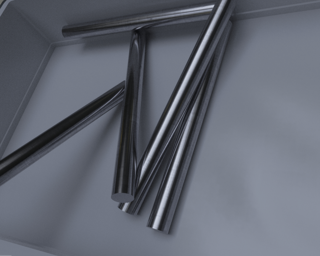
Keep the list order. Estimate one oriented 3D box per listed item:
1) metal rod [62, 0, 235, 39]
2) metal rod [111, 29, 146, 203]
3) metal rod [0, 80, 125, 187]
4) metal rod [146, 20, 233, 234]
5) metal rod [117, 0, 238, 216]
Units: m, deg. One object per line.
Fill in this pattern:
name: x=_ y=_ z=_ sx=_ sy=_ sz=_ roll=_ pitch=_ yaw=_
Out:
metal rod: x=-0.035 y=-0.169 z=0.493 sx=0.301 sy=0.025 sz=0.025 roll=2 pitch=63 yaw=27
metal rod: x=-0.038 y=-0.042 z=0.428 sx=0.025 sy=0.025 sz=0.300 roll=-15 pitch=49 yaw=19
metal rod: x=-0.146 y=0.020 z=0.387 sx=0.025 sy=0.025 sz=0.302 roll=22 pitch=48 yaw=36
metal rod: x=0.045 y=-0.019 z=0.393 sx=0.025 sy=0.025 sz=0.300 roll=7 pitch=65 yaw=31
metal rod: x=0.025 y=-0.036 z=0.384 sx=0.025 sy=0.025 sz=0.299 roll=20 pitch=81 yaw=35
